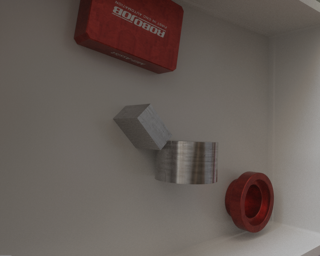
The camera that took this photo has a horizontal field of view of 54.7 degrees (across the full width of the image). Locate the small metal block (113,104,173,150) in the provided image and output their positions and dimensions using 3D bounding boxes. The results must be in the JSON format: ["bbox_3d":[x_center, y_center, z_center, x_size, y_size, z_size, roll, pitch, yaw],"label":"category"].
[{"bbox_3d":[-0.021,-0.001,0.374,0.025,0.050,0.050,-50,120,-28],"label":"small metal block"}]

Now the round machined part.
[{"bbox_3d":[0.148,0.122,0.523,0.099,0.042,0.097,0,90,-40],"label":"round machined part"}]

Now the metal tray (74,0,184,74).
[{"bbox_3d":[-0.032,-0.128,0.378,0.131,0.030,0.090,13,82,-40],"label":"metal tray"}]

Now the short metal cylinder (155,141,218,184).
[{"bbox_3d":[0.034,0.042,0.402,0.081,0.080,0.050,4,88,-40],"label":"short metal cylinder"}]
